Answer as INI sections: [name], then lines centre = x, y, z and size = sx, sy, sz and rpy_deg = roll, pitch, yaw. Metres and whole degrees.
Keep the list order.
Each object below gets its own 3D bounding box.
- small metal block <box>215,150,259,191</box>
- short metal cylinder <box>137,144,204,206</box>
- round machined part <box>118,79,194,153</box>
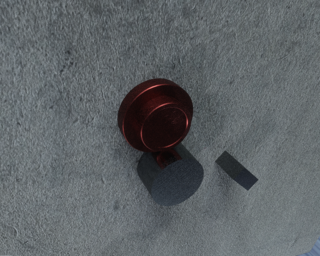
[small metal block]
centre = 0.125, 0.069, 0.504
size = 0.025, 0.050, 0.050
rpy_deg = -48, 129, 6
[short metal cylinder]
centre = 0.014, 0.063, 0.439
size = 0.081, 0.050, 0.079
rpy_deg = -14, 125, -21
[round machined part]
centre = 0.000, -0.010, 0.392
size = 0.099, 0.042, 0.097
rpy_deg = -14, 124, -21
